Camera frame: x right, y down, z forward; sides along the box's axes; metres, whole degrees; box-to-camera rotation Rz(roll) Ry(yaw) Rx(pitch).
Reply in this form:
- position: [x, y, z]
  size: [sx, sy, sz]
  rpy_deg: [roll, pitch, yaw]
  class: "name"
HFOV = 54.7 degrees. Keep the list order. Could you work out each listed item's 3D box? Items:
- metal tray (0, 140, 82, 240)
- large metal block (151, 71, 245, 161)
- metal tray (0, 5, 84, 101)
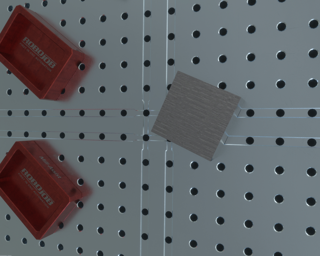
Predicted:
- position: [-0.193, 0.093, 0.478]
  size: [0.130, 0.030, 0.090]
  rpy_deg: [43, 103, 15]
  class: "metal tray"
- position: [0.048, -0.015, 0.382]
  size: [0.080, 0.050, 0.080]
  rpy_deg: [27, 99, 18]
  class: "large metal block"
- position: [-0.190, -0.115, 0.476]
  size: [0.130, 0.030, 0.090]
  rpy_deg: [41, 103, 15]
  class: "metal tray"
